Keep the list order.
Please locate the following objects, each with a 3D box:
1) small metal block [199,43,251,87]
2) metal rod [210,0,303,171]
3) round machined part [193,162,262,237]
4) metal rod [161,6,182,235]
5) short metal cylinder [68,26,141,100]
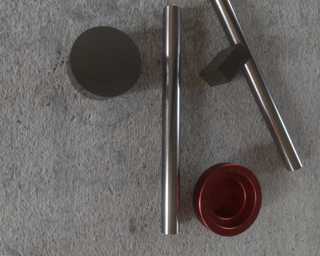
[{"bbox_3d":[0.090,-0.086,0.430,0.025,0.050,0.050,44,76,-15],"label":"small metal block"},{"bbox_3d":[0.145,-0.069,0.464,0.025,0.025,0.299,-31,100,-18],"label":"metal rod"},{"bbox_3d":[0.090,0.097,0.435,0.099,0.042,0.097,0,90,-21],"label":"round machined part"},{"bbox_3d":[0.015,-0.010,0.415,0.025,0.025,0.298,0,90,-20],"label":"metal rod"},{"bbox_3d":[-0.068,-0.075,0.371,0.081,0.050,0.079,0,90,-21],"label":"short metal cylinder"}]
